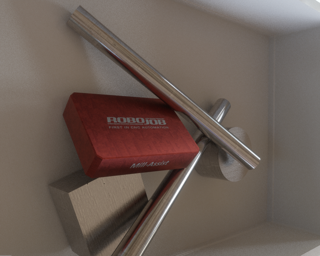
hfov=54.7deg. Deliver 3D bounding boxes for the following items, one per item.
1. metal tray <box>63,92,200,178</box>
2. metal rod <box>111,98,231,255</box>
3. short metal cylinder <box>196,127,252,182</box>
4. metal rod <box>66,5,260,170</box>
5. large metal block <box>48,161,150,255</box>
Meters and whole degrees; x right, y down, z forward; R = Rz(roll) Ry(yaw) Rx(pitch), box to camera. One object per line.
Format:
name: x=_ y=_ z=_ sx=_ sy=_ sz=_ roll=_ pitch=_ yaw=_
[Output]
metal tray: x=-0.029 y=0.005 z=0.342 sx=0.131 sy=0.030 sz=0.090 roll=0 pitch=46 yaw=-39
metal rod: x=0.030 y=0.047 z=0.384 sx=0.301 sy=0.025 sz=0.025 roll=-50 pitch=121 yaw=-44
short metal cylinder: x=0.095 y=0.038 z=0.469 sx=0.081 sy=0.050 sz=0.079 roll=0 pitch=90 yaw=-40
metal rod: x=0.019 y=-0.037 z=0.384 sx=0.301 sy=0.025 sz=0.025 roll=37 pitch=67 yaw=-21
large metal block: x=-0.061 y=0.084 z=0.335 sx=0.081 sy=0.050 sz=0.080 roll=-25 pitch=106 yaw=-38
